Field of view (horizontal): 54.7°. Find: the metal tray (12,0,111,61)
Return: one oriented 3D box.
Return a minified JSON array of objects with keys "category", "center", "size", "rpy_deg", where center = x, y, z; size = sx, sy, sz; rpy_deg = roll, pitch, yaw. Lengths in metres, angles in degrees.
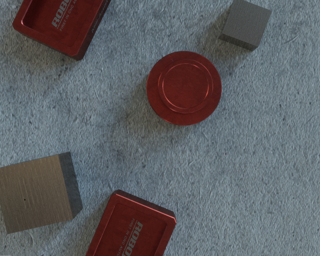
[{"category":"metal tray","center":[-0.120,-0.166,0.405],"size":[0.090,0.030,0.129],"rpy_deg":[25,90,-1]}]

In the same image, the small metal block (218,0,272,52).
[{"category":"small metal block","center":[0.112,-0.137,0.411],"size":[0.050,0.025,0.050],"rpy_deg":[20,90,-1]}]

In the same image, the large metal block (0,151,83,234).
[{"category":"large metal block","center":[-0.152,0.079,0.396],"size":[0.080,0.050,0.080],"rpy_deg":[-13,90,-1]}]

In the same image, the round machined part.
[{"category":"round machined part","center":[0.031,-0.052,0.402],"size":[0.099,0.042,0.097],"rpy_deg":[0,90,-1]}]

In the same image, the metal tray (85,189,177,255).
[{"category":"metal tray","center":[-0.044,0.158,0.406],"size":[0.090,0.030,0.129],"rpy_deg":[23,90,-1]}]
